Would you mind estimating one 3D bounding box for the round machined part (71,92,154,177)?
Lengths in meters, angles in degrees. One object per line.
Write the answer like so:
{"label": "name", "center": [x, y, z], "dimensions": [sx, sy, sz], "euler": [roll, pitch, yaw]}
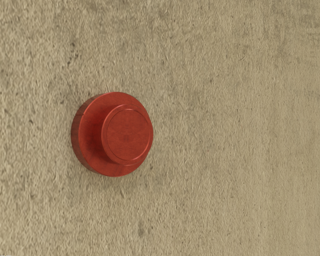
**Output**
{"label": "round machined part", "center": [-0.047, 0.007, 0.354], "dimensions": [0.099, 0.042, 0.097], "euler": [0, 90, -40]}
